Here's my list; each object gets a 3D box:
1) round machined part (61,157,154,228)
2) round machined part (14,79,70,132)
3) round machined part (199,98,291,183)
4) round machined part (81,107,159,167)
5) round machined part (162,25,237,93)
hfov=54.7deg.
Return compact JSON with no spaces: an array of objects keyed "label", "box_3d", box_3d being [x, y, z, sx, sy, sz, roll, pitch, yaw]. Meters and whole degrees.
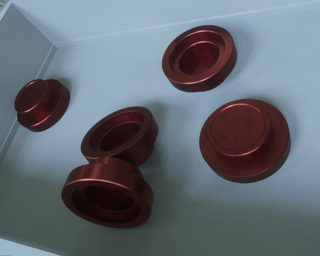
[{"label":"round machined part","box_3d":[-0.055,0.070,0.348,0.098,0.098,0.042,-11,42,22]},{"label":"round machined part","box_3d":[-0.208,-0.045,0.532,0.098,0.042,0.098,-13,56,21]},{"label":"round machined part","box_3d":[0.090,0.008,0.343,0.098,0.042,0.098,-13,56,21]},{"label":"round machined part","box_3d":[-0.047,0.018,0.395,0.098,0.042,0.098,-19,33,13]},{"label":"round machined part","box_3d":[0.056,-0.088,0.420,0.098,0.042,0.098,-13,56,21]}]
